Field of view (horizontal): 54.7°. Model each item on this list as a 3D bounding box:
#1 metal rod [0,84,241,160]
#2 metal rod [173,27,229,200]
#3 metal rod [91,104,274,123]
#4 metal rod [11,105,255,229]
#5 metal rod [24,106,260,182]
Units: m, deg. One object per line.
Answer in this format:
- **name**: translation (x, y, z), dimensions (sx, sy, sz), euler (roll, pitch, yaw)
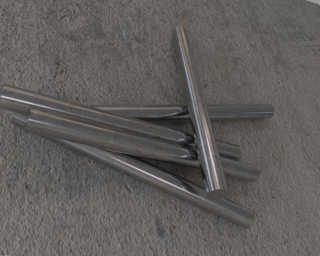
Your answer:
- **metal rod**: translation (-0.024, 0.003, 0.370), dimensions (0.302, 0.025, 0.025), euler (15, 56, -27)
- **metal rod**: translation (0.047, -0.044, 0.425), dimensions (0.025, 0.025, 0.300), euler (12, 47, -22)
- **metal rod**: translation (0.050, -0.021, 0.443), dimensions (0.303, 0.025, 0.025), euler (-3, 63, -30)
- **metal rod**: translation (-0.020, 0.050, 0.361), dimensions (0.301, 0.025, 0.025), euler (26, 53, -12)
- **metal rod**: translation (0.003, 0.027, 0.364), dimensions (0.302, 0.025, 0.025), euler (16, 55, -28)
